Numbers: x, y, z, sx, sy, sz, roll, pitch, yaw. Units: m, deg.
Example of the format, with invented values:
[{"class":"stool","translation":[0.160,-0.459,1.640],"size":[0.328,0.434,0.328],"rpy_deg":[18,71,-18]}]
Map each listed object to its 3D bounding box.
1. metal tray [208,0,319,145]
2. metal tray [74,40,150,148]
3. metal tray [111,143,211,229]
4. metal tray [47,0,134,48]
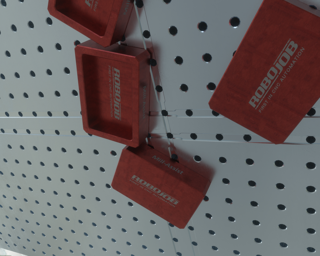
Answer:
[{"class":"metal tray","translation":[0.117,-0.055,0.312],"size":[0.090,0.030,0.129],"rpy_deg":[30,128,8]},{"class":"metal tray","translation":[-0.061,-0.044,0.411],"size":[0.090,0.030,0.129],"rpy_deg":[15,125,19]},{"class":"metal tray","translation":[-0.003,0.084,0.460],"size":[0.130,0.030,0.089],"rpy_deg":[29,128,9]},{"class":"metal tray","translation":[-0.070,-0.167,0.339],"size":[0.090,0.030,0.129],"rpy_deg":[32,128,7]}]
